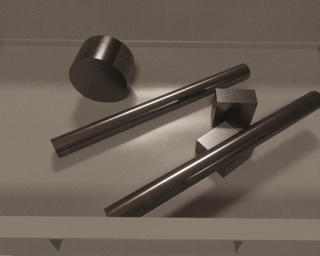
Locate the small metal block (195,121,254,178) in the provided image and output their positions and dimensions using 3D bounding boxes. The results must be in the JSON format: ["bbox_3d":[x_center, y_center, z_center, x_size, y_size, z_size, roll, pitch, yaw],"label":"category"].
[{"bbox_3d":[0.080,0.026,0.385,0.050,0.025,0.050,-31,57,-24],"label":"small metal block"}]

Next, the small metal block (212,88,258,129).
[{"bbox_3d":[0.097,-0.025,0.411,0.050,0.050,0.025,2,50,1],"label":"small metal block"}]

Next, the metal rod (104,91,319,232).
[{"bbox_3d":[0.078,0.026,0.352,0.302,0.025,0.025,-27,55,-21],"label":"metal rod"}]

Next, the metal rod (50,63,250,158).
[{"bbox_3d":[0.001,-0.031,0.431,0.302,0.025,0.025,-23,54,-19],"label":"metal rod"}]

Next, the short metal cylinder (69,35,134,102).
[{"bbox_3d":[-0.081,-0.082,0.437,0.080,0.080,0.050,7,51,5],"label":"short metal cylinder"}]
